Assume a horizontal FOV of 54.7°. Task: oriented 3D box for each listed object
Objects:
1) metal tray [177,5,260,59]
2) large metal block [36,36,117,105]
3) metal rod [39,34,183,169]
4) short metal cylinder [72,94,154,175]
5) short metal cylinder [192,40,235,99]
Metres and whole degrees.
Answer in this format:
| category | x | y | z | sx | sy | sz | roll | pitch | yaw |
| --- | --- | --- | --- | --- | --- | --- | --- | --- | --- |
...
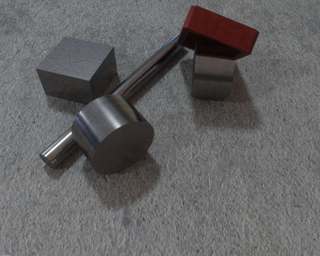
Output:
| category | x | y | z | sx | sy | sz | roll | pitch | yaw |
| --- | --- | --- | --- | --- | --- | --- | --- | --- | --- |
| metal tray | 0.075 | -0.127 | 0.440 | 0.090 | 0.130 | 0.030 | 21 | 96 | -3 |
| large metal block | -0.119 | -0.085 | 0.457 | 0.080 | 0.050 | 0.080 | 14 | 51 | 11 |
| metal rod | -0.049 | -0.055 | 0.448 | 0.025 | 0.025 | 0.301 | 28 | 55 | 21 |
| short metal cylinder | -0.054 | 0.008 | 0.361 | 0.081 | 0.080 | 0.050 | -28 | 56 | -22 |
| short metal cylinder | 0.073 | -0.082 | 0.437 | 0.050 | 0.080 | 0.080 | 4 | 50 | 3 |
